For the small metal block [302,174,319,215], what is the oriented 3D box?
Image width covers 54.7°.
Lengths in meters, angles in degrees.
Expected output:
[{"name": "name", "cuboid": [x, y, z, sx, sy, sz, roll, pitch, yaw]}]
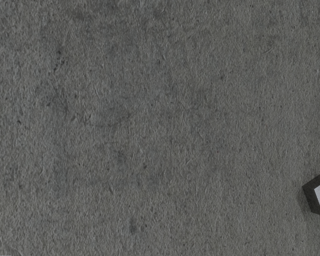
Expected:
[{"name": "small metal block", "cuboid": [0.270, 0.109, 0.512, 0.050, 0.025, 0.050, -26, 99, -18]}]
